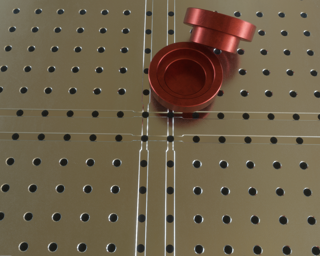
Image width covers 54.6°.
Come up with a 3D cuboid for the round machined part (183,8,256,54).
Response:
[{"bbox_3d":[0.079,-0.133,0.432,0.098,0.098,0.042,18,107,6],"label":"round machined part"}]

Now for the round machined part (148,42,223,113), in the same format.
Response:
[{"bbox_3d":[0.034,-0.066,0.427,0.099,0.042,0.098,0,70,0],"label":"round machined part"}]
